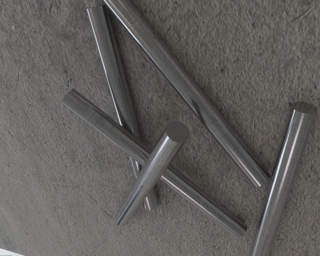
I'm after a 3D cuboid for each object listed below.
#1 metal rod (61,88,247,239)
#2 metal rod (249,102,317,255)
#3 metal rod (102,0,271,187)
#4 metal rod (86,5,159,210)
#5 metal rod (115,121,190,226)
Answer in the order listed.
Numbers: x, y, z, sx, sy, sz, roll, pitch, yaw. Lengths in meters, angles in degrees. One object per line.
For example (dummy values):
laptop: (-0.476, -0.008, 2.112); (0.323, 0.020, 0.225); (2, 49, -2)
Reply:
metal rod: (-0.002, 0.052, 0.416); (0.300, 0.025, 0.025); (39, 130, -8)
metal rod: (0.144, 0.105, 0.395); (0.025, 0.025, 0.298); (15, 125, 20)
metal rod: (0.029, -0.050, 0.360); (0.025, 0.025, 0.300); (-34, 100, 38)
metal rod: (-0.044, -0.010, 0.423); (0.025, 0.025, 0.298); (2, 119, 27)
metal rod: (-0.025, 0.082, 0.422); (0.025, 0.025, 0.298); (35, 144, 5)
